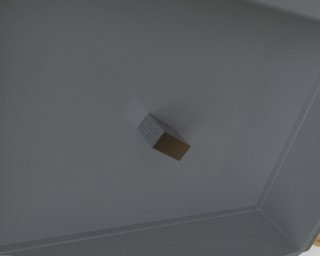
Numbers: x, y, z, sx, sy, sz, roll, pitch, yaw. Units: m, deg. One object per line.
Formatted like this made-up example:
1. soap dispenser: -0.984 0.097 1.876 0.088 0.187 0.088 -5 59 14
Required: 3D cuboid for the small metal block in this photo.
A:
1. small metal block: 0.005 0.012 0.404 0.050 0.050 0.025 29 102 -38
